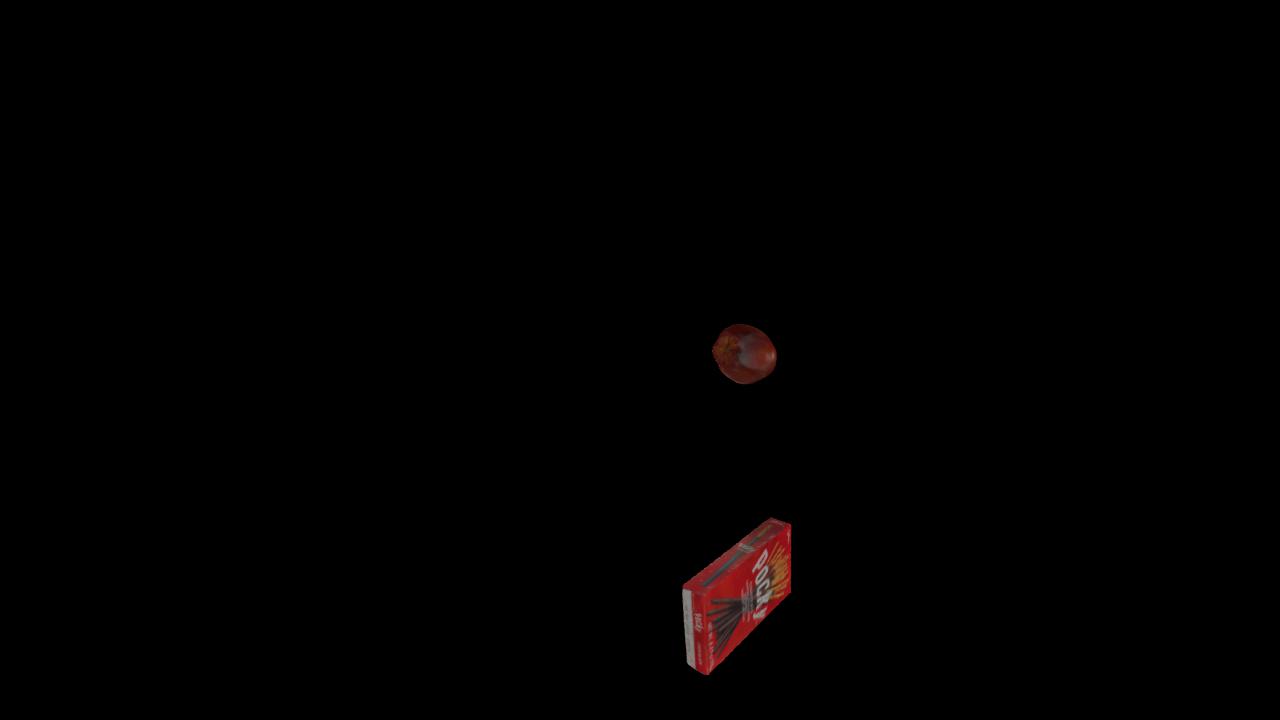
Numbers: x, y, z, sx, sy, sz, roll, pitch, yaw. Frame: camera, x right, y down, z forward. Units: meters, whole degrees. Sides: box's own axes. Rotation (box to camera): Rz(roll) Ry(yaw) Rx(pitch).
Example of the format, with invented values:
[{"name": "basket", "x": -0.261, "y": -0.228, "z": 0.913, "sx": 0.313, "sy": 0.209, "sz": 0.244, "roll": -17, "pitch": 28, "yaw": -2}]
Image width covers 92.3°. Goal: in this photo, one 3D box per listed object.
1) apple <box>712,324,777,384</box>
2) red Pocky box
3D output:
[{"name": "apple", "x": 0.137, "y": -0.009, "z": 0.806, "sx": 0.079, "sy": 0.079, "sz": 0.093, "roll": 0, "pitch": -9, "yaw": 44}, {"name": "red Pocky box", "x": 0.099, "y": 0.220, "z": 0.592, "sx": 0.028, "sy": 0.083, "sz": 0.155, "roll": 7, "pitch": 18, "yaw": 42}]
